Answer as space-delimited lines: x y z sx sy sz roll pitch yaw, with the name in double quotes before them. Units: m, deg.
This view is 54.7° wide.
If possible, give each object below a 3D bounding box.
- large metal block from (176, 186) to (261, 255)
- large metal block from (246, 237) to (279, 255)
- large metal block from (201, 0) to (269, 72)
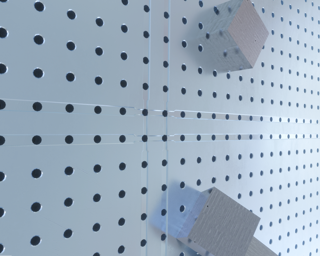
"large metal block" 0.083 0.144 0.443 0.080 0.050 0.080 35 64 0
"large metal block" 0.131 0.216 0.477 0.081 0.080 0.050 -34 148 -35
"large metal block" 0.123 -0.149 0.499 0.080 0.050 0.080 44 64 -32
